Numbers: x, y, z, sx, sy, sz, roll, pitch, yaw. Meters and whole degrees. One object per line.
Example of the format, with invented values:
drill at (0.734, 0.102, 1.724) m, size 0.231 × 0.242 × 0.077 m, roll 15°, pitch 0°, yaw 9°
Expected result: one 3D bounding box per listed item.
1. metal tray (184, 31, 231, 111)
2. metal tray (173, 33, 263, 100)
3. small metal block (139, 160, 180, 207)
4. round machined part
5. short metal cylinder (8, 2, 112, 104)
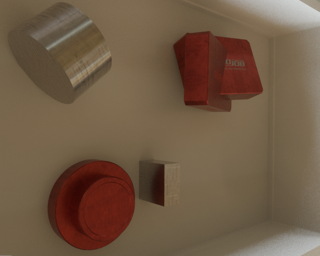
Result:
metal tray at (0.071, -0.071, 0.432) m, size 0.131 × 0.030 × 0.089 m, roll 3°, pitch 88°, yaw -65°
metal tray at (0.089, -0.087, 0.456) m, size 0.131 × 0.030 × 0.090 m, roll -6°, pitch 78°, yaw -34°
small metal block at (-0.001, 0.068, 0.391) m, size 0.025 × 0.050 × 0.050 m, roll 0°, pitch 90°, yaw -40°
round machined part at (-0.067, 0.085, 0.341) m, size 0.099 × 0.042 × 0.097 m, roll 0°, pitch 90°, yaw -40°
short metal cylinder at (-0.093, -0.069, 0.294) m, size 0.050 × 0.080 × 0.080 m, roll -49°, pitch 120°, yaw -29°
